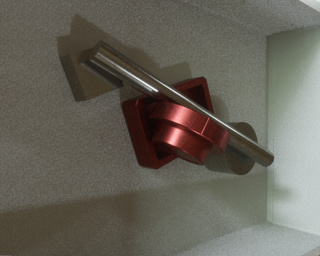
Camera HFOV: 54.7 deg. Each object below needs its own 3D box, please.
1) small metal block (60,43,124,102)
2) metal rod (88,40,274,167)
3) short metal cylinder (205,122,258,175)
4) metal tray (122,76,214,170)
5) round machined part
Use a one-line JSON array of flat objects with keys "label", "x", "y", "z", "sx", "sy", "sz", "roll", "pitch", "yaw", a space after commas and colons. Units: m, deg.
[{"label": "small metal block", "x": -0.074, "y": -0.061, "z": 0.343, "sx": 0.050, "sy": 0.025, "sz": 0.050, "roll": -28, "pitch": 108, "yaw": -37}, {"label": "metal rod", "x": 0.048, "y": -0.016, "z": 0.393, "sx": 0.301, "sy": 0.025, "sz": 0.025, "roll": 29, "pitch": 72, "yaw": -30}, {"label": "short metal cylinder", "x": 0.108, "y": 0.031, "z": 0.482, "sx": 0.081, "sy": 0.050, "sz": 0.079, "roll": 0, "pitch": 90, "yaw": -40}, {"label": "metal tray", "x": 0.019, "y": -0.011, "z": 0.419, "sx": 0.131, "sy": 0.030, "sz": 0.089, "roll": -25, "pitch": 106, "yaw": -38}, {"label": "round machined part", "x": 0.029, "y": 0.011, "z": 0.367, "sx": 0.098, "sy": 0.098, "sz": 0.042, "roll": 34, "pitch": 77, "yaw": -35}]
